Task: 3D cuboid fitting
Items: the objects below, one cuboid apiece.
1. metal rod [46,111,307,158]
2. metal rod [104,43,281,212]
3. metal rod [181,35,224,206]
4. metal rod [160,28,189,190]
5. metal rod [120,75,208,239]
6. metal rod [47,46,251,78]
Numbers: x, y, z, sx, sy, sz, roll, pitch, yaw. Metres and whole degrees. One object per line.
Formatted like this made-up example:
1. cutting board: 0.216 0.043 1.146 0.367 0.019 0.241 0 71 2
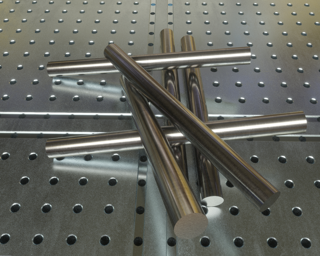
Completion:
1. metal rod: 0.012 0.009 0.367 0.301 0.025 0.025 -6 50 7
2. metal rod: 0.013 -0.023 0.359 0.025 0.025 0.300 -27 51 -21
3. metal rod: 0.052 -0.034 0.436 0.025 0.025 0.300 -1 50 -1
4. metal rod: 0.016 -0.050 0.449 0.025 0.025 0.300 -1 50 -1
5. metal rod: -0.014 -0.002 0.344 0.025 0.025 0.300 -11 31 -9
6. metal rod: -0.022 -0.097 0.461 0.301 0.025 0.025 -2 50 9
